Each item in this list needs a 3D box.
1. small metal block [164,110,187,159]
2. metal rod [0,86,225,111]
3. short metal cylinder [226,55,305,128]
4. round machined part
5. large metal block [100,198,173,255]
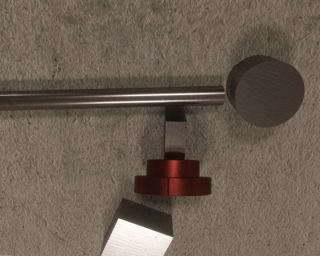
[{"bbox_3d":[0.019,0.007,0.399,0.025,0.050,0.050,2,110,-1],"label":"small metal block"},{"bbox_3d":[-0.071,-0.038,0.394,0.302,0.025,0.025,-1,110,0],"label":"metal rod"},{"bbox_3d":[0.127,-0.046,0.381,0.081,0.050,0.079,0,110,-1],"label":"short metal cylinder"},{"bbox_3d":[0.017,0.062,0.401,0.099,0.098,0.042,1,83,-1],"label":"round machined part"},{"bbox_3d":[-0.035,0.161,0.456,0.080,0.050,0.079,22,108,-9],"label":"large metal block"}]
